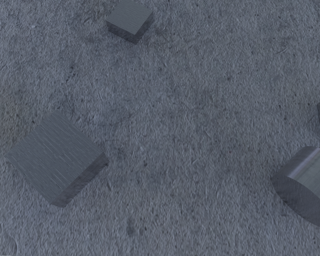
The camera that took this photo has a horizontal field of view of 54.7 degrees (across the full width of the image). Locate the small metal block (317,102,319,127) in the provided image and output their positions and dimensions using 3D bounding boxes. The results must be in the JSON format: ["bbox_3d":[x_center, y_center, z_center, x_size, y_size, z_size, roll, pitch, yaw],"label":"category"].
[{"bbox_3d":[0.244,-0.012,0.414,0.050,0.025,0.050,2,70,1],"label":"small metal block"}]

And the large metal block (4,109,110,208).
[{"bbox_3d":[-0.122,0.038,0.380,0.080,0.050,0.080,41,75,13],"label":"large metal block"}]

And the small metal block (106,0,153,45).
[{"bbox_3d":[-0.045,-0.161,0.467,0.050,0.025,0.050,29,72,10],"label":"small metal block"}]

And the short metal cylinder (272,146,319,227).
[{"bbox_3d":[0.178,0.067,0.356,0.050,0.080,0.080,-40,75,-13],"label":"short metal cylinder"}]
